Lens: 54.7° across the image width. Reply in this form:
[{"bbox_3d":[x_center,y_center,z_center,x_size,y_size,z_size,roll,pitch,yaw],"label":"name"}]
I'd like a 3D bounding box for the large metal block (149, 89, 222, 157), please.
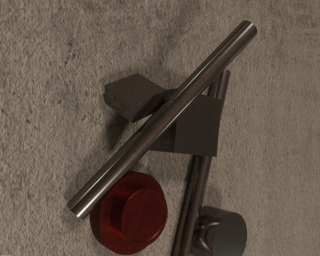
[{"bbox_3d":[0.035,-0.005,0.420,0.081,0.050,0.080,9,84,-40],"label":"large metal block"}]

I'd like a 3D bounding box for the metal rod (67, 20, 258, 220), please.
[{"bbox_3d":[0.011,-0.018,0.360,0.300,0.025,0.025,-47,120,-11],"label":"metal rod"}]

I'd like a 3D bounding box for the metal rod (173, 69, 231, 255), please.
[{"bbox_3d":[0.063,0.053,0.460,0.025,0.025,0.299,24,75,-38],"label":"metal rod"}]

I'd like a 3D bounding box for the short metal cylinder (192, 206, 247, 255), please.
[{"bbox_3d":[0.086,0.162,0.463,0.081,0.050,0.079,0,90,-40],"label":"short metal cylinder"}]

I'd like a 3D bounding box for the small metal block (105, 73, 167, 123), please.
[{"bbox_3d":[-0.029,-0.037,0.362,0.050,0.050,0.025,-29,140,-37],"label":"small metal block"}]

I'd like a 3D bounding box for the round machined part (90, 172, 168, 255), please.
[{"bbox_3d":[-0.029,0.103,0.371,0.099,0.042,0.097,0,90,-40],"label":"round machined part"}]
